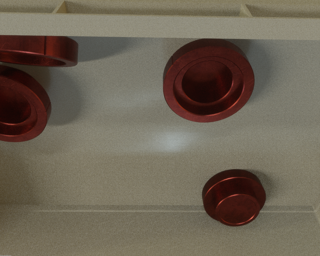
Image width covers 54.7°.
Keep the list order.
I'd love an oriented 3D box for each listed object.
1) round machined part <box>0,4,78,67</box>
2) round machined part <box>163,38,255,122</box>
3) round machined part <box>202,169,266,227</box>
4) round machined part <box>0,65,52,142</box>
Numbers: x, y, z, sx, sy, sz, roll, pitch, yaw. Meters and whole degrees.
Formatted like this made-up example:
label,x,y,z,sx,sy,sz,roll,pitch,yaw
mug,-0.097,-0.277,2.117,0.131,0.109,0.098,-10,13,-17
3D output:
label,x,y,z,sx,sy,sz,roll,pitch,yaw
round machined part,-0.129,-0.087,0.298,0.099,0.098,0.042,3,93,-3
round machined part,0.052,-0.057,0.351,0.099,0.042,0.097,-1,130,0
round machined part,0.118,0.116,0.488,0.099,0.042,0.097,-1,120,-1
round machined part,-0.179,-0.032,0.368,0.099,0.042,0.097,-1,130,0
